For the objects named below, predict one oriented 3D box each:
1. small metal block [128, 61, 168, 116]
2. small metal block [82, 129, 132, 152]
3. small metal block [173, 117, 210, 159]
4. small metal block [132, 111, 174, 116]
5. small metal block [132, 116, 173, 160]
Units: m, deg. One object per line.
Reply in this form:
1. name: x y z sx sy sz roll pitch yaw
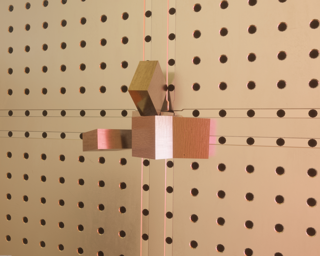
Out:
1. small metal block: -0.014 -0.050 0.394 0.025 0.050 0.050 3 55 21
2. small metal block: -0.070 0.017 0.414 0.050 0.050 0.025 -12 78 54
3. small metal block: 0.034 0.012 0.389 0.050 0.025 0.050 2 91 -11
4. small metal block: -0.010 0.003 0.417 0.050 0.025 0.050 3 91 20
5. small metal block: -0.010 0.011 0.378 0.050 0.025 0.050 -1 90 53
